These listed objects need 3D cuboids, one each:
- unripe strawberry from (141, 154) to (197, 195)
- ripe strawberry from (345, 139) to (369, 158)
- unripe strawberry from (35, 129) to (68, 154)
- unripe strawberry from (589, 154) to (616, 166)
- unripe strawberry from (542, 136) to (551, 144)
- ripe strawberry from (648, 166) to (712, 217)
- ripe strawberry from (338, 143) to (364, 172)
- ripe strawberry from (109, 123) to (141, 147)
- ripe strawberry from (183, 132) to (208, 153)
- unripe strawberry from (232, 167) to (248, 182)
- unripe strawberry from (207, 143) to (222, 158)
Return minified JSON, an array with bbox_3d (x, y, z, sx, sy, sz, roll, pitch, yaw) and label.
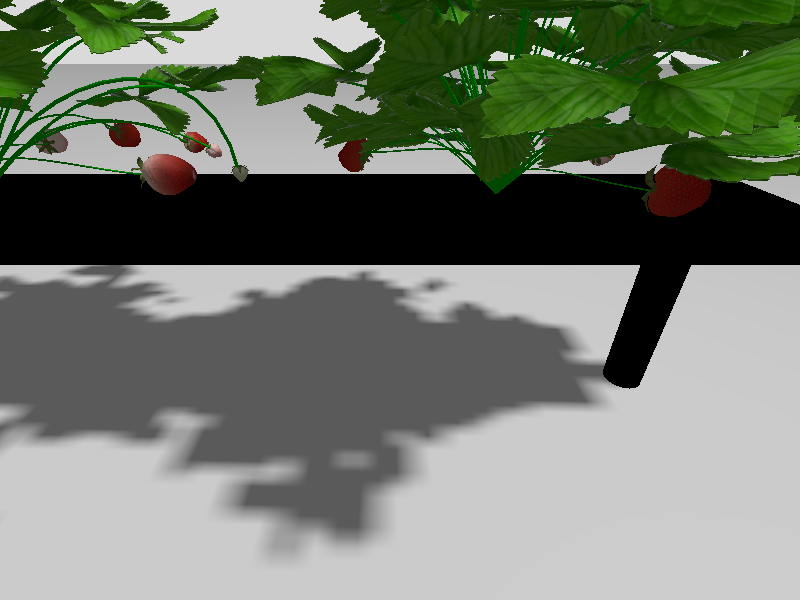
[{"bbox_3d":[-0.195,-0.107,0.341,0.039,0.033,0.039,1,32,1],"label":"unripe strawberry"},{"bbox_3d":[-0.048,-0.164,0.437,0.028,0.028,0.031,23,39,32],"label":"ripe strawberry"},{"bbox_3d":[-0.418,-0.191,0.480,0.032,0.027,0.032,-10,33,-15],"label":"unripe strawberry"},{"bbox_3d":[0.220,-0.162,0.430,0.032,0.033,0.029,-21,38,-31],"label":"unripe strawberry"},{"bbox_3d":[0.198,-0.210,0.503,0.033,0.037,0.036,18,36,26],"label":"unripe strawberry"},{"bbox_3d":[0.204,-0.079,0.293,0.038,0.040,0.035,15,35,22],"label":"ripe strawberry"},{"bbox_3d":[-0.049,-0.146,0.409,0.027,0.028,0.025,16,35,24],"label":"ripe strawberry"},{"bbox_3d":[-0.346,-0.209,0.508,0.034,0.030,0.034,3,3,5],"label":"ripe strawberry"},{"bbox_3d":[-0.246,-0.191,0.485,0.027,0.024,0.024,21,31,30],"label":"ripe strawberry"},{"bbox_3d":[-0.121,-0.096,0.304,0.011,0.011,0.010,5,32,8],"label":"unripe strawberry"},{"bbox_3d":[-0.215,-0.173,0.467,0.015,0.016,0.016,30,6,39],"label":"unripe strawberry"}]
